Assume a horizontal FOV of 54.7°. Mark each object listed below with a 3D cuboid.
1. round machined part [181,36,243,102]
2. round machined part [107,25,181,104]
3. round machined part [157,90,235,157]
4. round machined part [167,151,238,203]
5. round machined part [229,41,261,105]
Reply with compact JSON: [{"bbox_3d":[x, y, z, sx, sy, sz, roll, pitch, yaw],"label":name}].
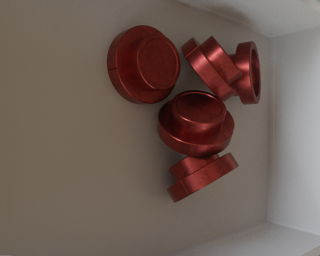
[{"bbox_3d":[0.076,-0.087,0.426,0.098,0.042,0.098,45,20,-20],"label":"round machined part"},{"bbox_3d":[-0.013,-0.079,0.387,0.099,0.042,0.097,0,90,-40],"label":"round machined part"},{"bbox_3d":[0.047,-0.013,0.397,0.099,0.098,0.042,-33,144,-35],"label":"round machined part"},{"bbox_3d":[0.051,0.057,0.413,0.099,0.098,0.042,-20,75,-38],"label":"round machined part"},{"bbox_3d":[0.131,-0.085,0.493,0.098,0.042,0.097,10,78,-63],"label":"round machined part"}]
